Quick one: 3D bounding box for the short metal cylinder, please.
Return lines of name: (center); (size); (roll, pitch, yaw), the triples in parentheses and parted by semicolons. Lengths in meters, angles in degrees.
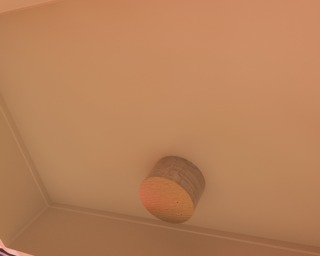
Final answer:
short metal cylinder: (0.018, 0.086, 0.435); (0.080, 0.050, 0.079); (13, 124, 20)
